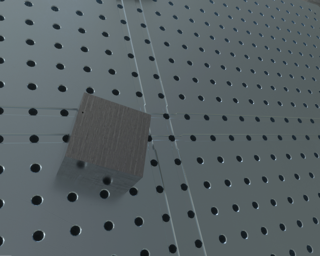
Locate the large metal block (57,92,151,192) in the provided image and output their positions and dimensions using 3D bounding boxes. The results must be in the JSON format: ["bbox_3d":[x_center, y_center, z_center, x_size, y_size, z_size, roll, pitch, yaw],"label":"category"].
[{"bbox_3d":[-0.061,0.017,0.348,0.080,0.050,0.080,18,55,-18],"label":"large metal block"}]
